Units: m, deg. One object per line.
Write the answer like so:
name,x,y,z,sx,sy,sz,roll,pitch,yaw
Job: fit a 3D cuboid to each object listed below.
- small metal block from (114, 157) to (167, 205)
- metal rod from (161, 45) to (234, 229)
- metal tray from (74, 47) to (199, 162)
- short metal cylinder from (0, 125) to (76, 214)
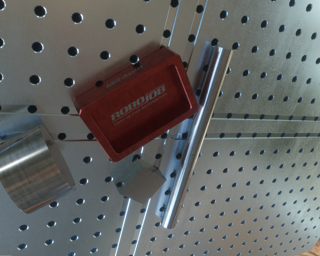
small metal block,-0.028,0.076,0.443,0.050,0.025,0.050,-49,129,6
metal rod,0.048,0.028,0.454,0.025,0.025,0.298,0,119,-29
metal tray,-0.024,-0.027,0.377,0.131,0.030,0.090,-32,129,-8
short metal cylinder,-0.132,0.043,0.330,0.050,0.080,0.080,-27,128,-11
